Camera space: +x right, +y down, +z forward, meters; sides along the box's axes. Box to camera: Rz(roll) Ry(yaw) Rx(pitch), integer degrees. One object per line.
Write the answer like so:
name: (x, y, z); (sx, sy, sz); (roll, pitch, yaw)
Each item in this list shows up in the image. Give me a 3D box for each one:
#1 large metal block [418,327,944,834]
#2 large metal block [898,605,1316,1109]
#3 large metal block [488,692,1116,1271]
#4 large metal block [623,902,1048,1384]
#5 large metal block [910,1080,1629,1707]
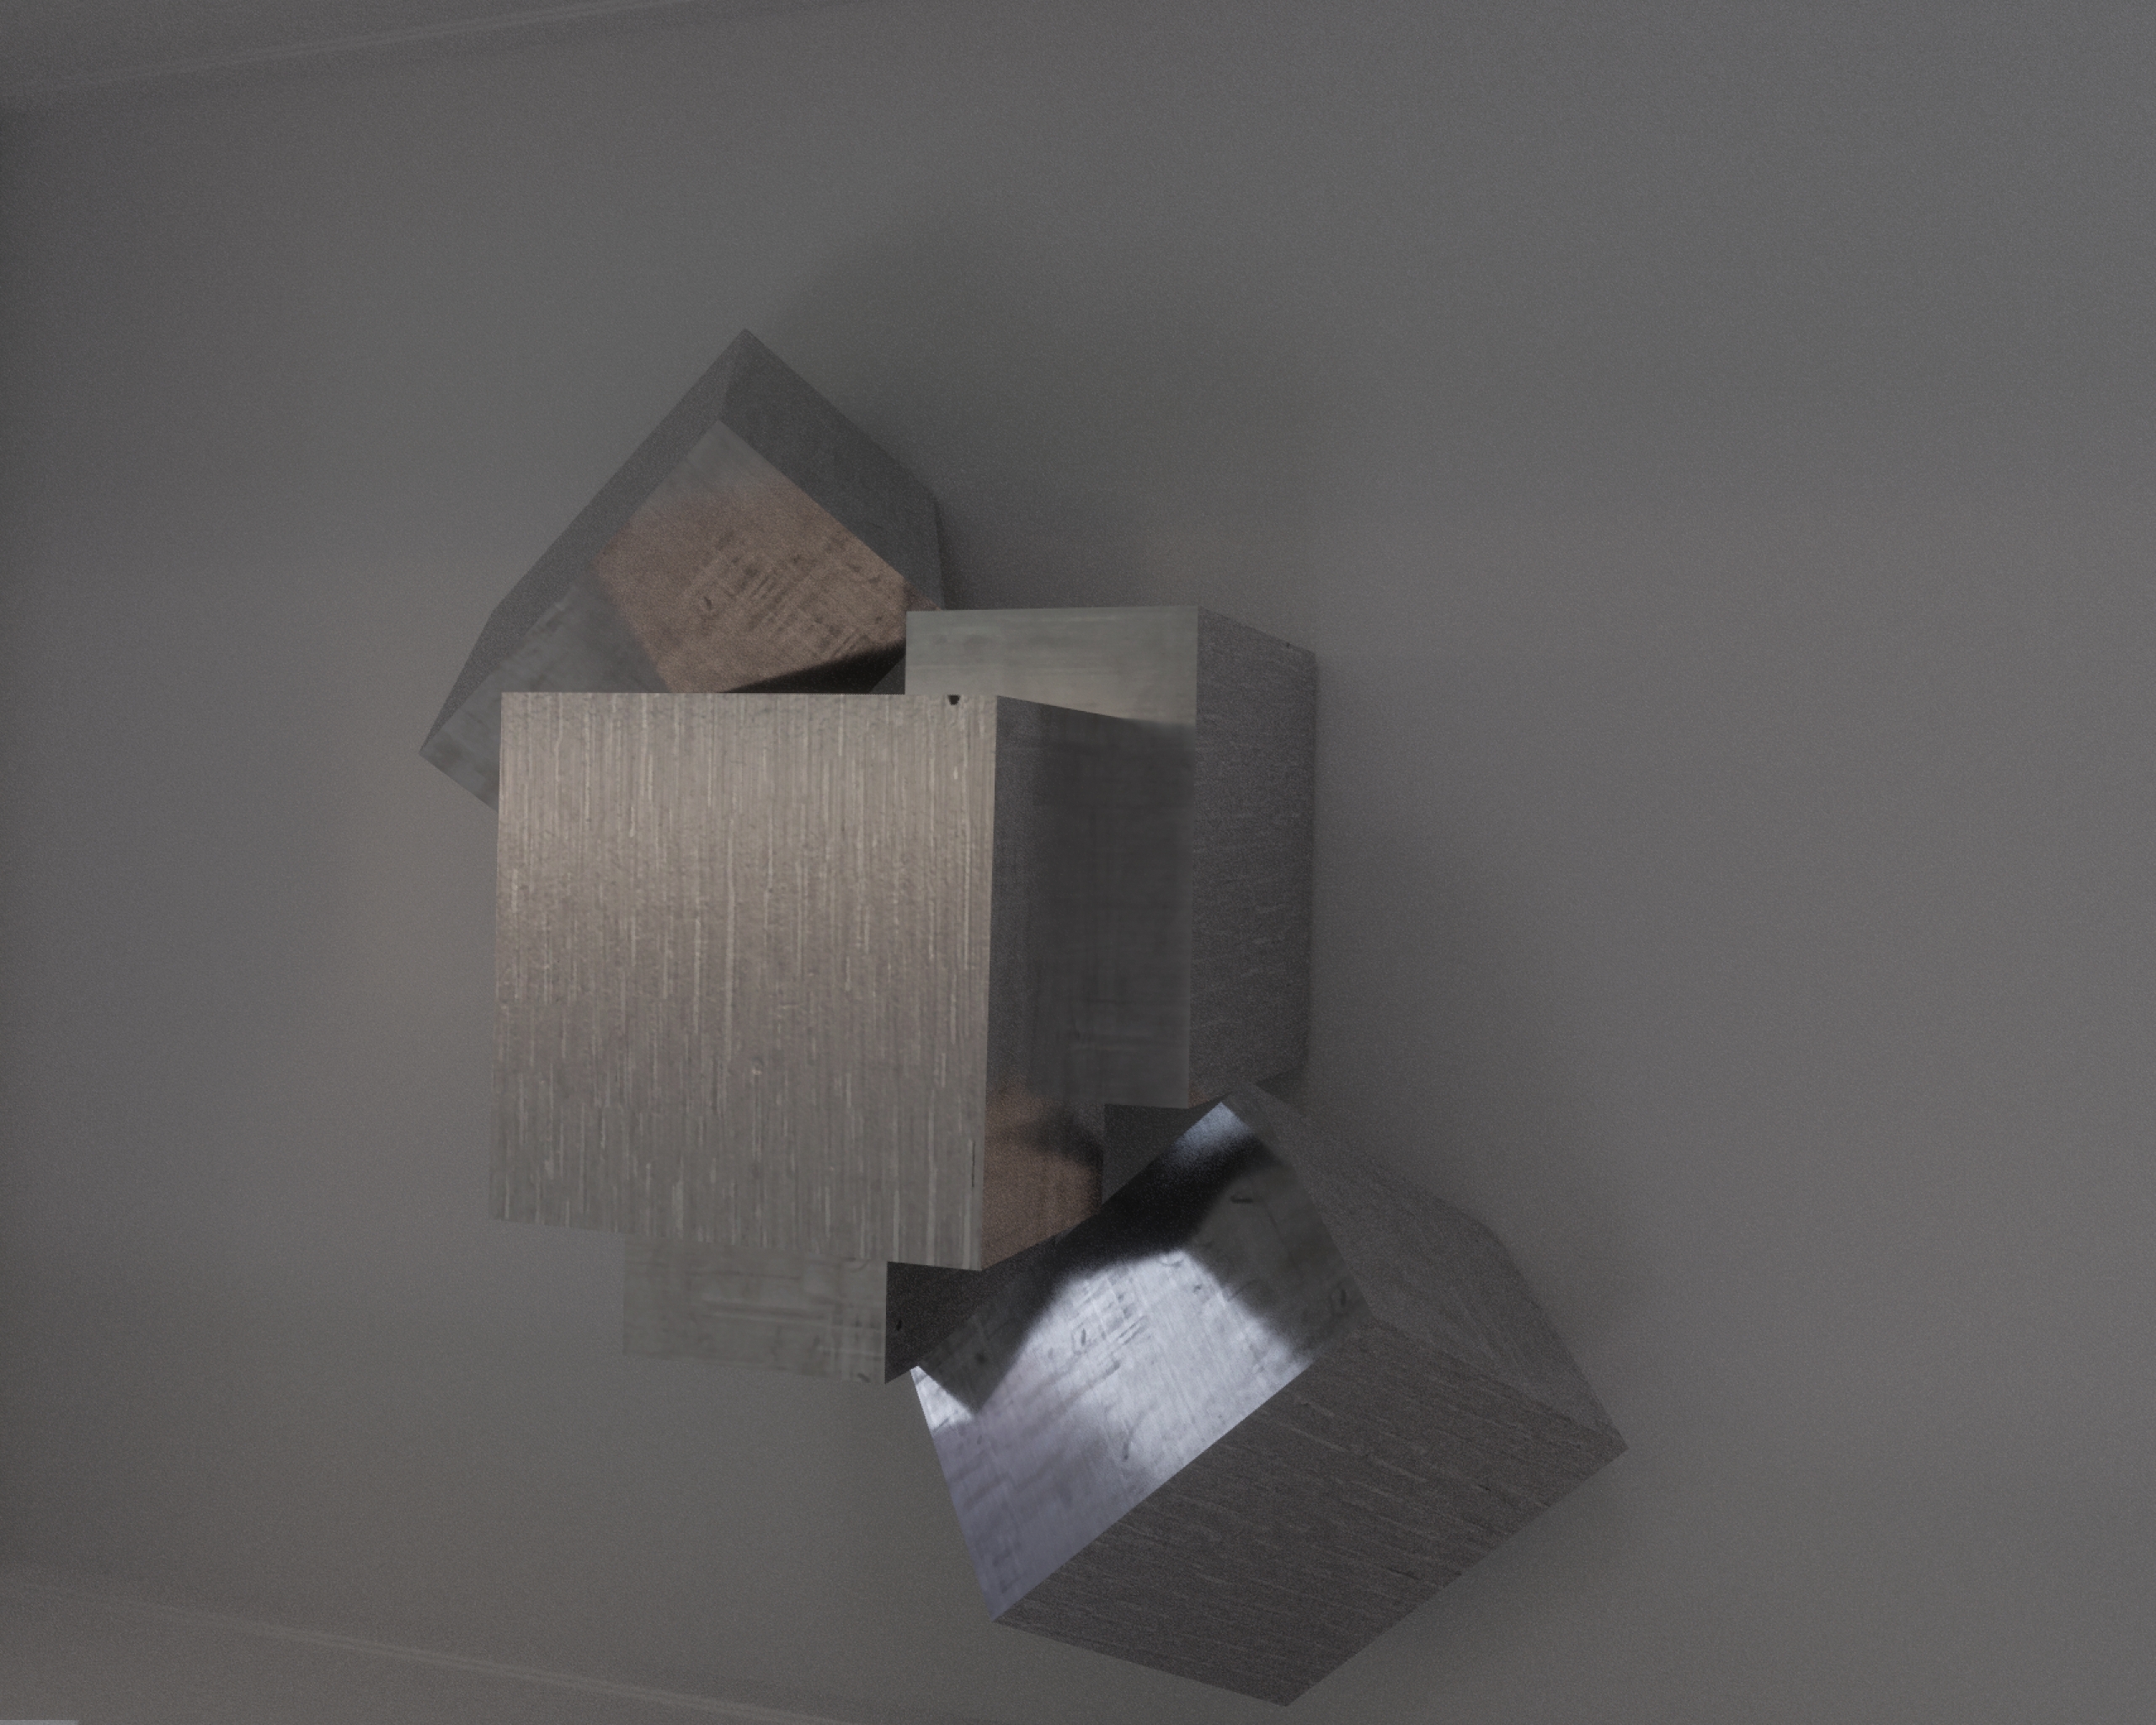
large metal block: (-0.072, -0.048, 0.397); (0.050, 0.080, 0.080); (40, 105, -21)
large metal block: (0.008, -0.001, 0.375); (0.050, 0.080, 0.080); (1, 90, 20)
large metal block: (-0.041, 0.015, 0.325); (0.080, 0.050, 0.080); (2, 91, 20)
large metal block: (-0.042, 0.047, 0.395); (0.050, 0.080, 0.080); (1, 90, 20)
large metal block: (0.033, 0.094, 0.360); (0.080, 0.080, 0.050); (-43, 42, 15)
